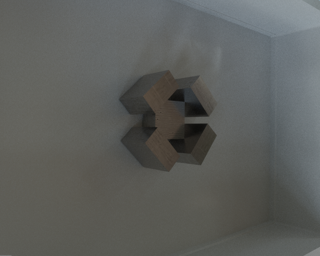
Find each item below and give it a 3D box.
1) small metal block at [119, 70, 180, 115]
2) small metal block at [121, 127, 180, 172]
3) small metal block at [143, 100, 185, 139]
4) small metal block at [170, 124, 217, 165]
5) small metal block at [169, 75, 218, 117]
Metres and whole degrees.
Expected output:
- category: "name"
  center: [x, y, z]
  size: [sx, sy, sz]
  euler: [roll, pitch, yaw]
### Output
- category: "small metal block"
  center: [-0.013, -0.043, 0.376]
  size: [0.050, 0.050, 0.025]
  euler: [-49, 119, -28]
- category: "small metal block"
  center: [-0.012, 0.025, 0.378]
  size: [0.025, 0.050, 0.050]
  euler: [-52, 120, -26]
- category: "small metal block"
  center: [0.006, -0.011, 0.408]
  size: [0.050, 0.025, 0.050]
  euler: [1, 90, -40]
- category: "small metal block"
  center: [0.041, 0.021, 0.422]
  size: [0.025, 0.050, 0.050]
  euler: [49, 60, -30]
- category: "small metal block"
  center: [0.042, -0.042, 0.422]
  size: [0.025, 0.050, 0.050]
  euler: [-53, 122, -28]
